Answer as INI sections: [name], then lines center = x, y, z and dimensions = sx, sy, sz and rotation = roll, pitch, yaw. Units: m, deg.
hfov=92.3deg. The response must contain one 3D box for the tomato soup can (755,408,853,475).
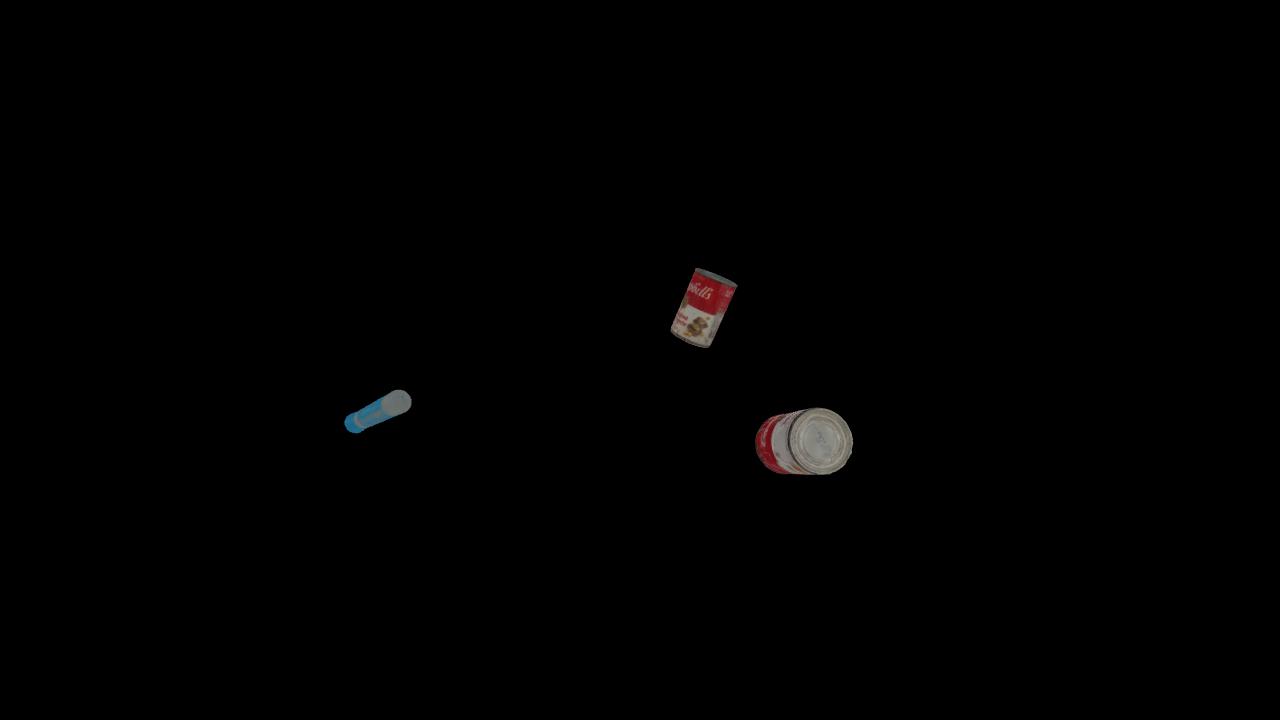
[tomato soup can]
center = 0.169, 0.087, 0.643
dimensions = 0.068, 0.068, 0.101
rotation = 0, -9, -8

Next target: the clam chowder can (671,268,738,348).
[clam chowder can]
center = 0.094, -0.077, 0.915
dimensions = 0.068, 0.102, 0.068
rotation = 20, 16, -6

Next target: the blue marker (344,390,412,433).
[blue marker]
center = -0.222, 0.045, 0.515
dimensions = 0.020, 0.020, 0.121
rotation = 0, -13, -41
